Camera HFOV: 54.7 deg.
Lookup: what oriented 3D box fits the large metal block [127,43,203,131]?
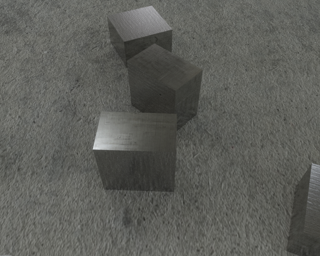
[{"bbox_3d":[0.005,-0.052,0.411,0.080,0.080,0.050,35,59,26],"label":"large metal block"}]

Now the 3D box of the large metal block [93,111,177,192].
[{"bbox_3d":[-0.023,0.028,0.343,0.080,0.080,0.050,2,50,1],"label":"large metal block"}]

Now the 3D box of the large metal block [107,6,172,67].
[{"bbox_3d":[-0.034,-0.153,0.516,0.081,0.050,0.080,-19,53,-16],"label":"large metal block"}]

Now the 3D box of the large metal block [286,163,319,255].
[{"bbox_3d":[0.181,0.093,0.310,0.080,0.050,0.080,18,52,14],"label":"large metal block"}]
